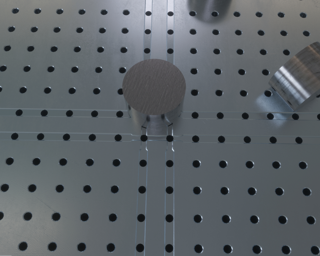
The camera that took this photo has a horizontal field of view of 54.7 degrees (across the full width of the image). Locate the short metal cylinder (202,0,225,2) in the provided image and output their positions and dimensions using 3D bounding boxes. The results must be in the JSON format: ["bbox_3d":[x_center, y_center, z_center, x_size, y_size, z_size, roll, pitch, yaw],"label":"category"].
[{"bbox_3d":[0.087,-0.249,0.490,0.081,0.050,0.080,0,70,0],"label":"short metal cylinder"}]

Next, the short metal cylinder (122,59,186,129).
[{"bbox_3d":[-0.007,-0.045,0.415,0.081,0.050,0.080,0,70,0],"label":"short metal cylinder"}]

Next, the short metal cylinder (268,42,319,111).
[{"bbox_3d":[0.193,-0.066,0.408,0.080,0.080,0.050,-33,74,-11],"label":"short metal cylinder"}]
